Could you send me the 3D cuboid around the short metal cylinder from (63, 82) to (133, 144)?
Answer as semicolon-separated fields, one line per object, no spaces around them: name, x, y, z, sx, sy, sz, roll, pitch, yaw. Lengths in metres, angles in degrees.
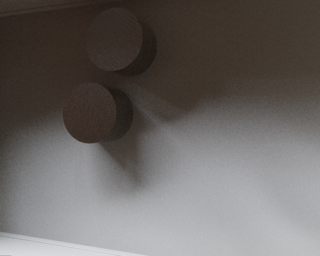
short metal cylinder;-0.084;-0.020;0.426;0.080;0.050;0.079;0;90;19

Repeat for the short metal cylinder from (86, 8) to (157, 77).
short metal cylinder;-0.050;-0.112;0.414;0.080;0.050;0.079;0;90;19
